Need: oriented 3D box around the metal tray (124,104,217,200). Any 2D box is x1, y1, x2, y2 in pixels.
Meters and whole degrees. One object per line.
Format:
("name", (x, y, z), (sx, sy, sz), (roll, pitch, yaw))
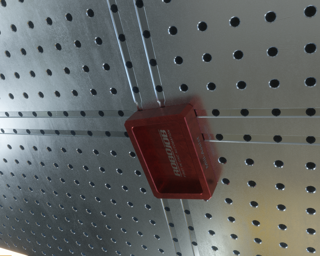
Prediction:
("metal tray", (0.016, 0.037, 0.420), (0.090, 0.030, 0.129), (-7, 115, 31))
